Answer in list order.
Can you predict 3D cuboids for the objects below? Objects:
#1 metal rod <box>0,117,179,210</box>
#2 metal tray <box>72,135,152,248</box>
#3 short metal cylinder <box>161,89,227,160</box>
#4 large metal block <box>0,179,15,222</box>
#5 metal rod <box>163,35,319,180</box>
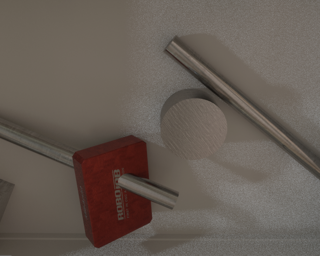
[{"bbox_3d":[-0.119,0.037,0.404,0.301,0.025,0.025,23,108,-1],"label":"metal rod"},{"bbox_3d":[-0.059,0.083,0.413,0.091,0.030,0.129,-17,114,-33],"label":"metal tray"},{"bbox_3d":[0.041,-0.006,0.396,0.081,0.050,0.079,0,110,-1],"label":"short metal cylinder"},{"bbox_3d":[-0.252,0.120,0.423,0.050,0.080,0.080,25,108,-9],"label":"large metal block"},{"bbox_3d":[0.129,-0.014,0.407,0.301,0.025,0.025,37,106,-13],"label":"metal rod"}]
